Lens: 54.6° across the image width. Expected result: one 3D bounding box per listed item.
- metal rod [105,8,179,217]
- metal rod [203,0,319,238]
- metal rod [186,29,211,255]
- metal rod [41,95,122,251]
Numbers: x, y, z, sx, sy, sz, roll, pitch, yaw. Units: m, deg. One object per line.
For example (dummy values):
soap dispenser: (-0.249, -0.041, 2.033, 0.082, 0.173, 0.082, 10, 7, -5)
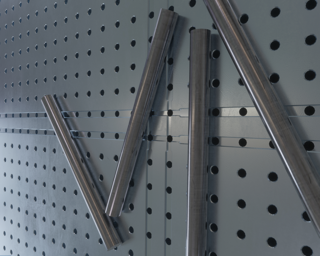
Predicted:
metal rod: (-0.029, -0.011, 0.434, 0.025, 0.025, 0.298, 27, 107, 37)
metal rod: (0.105, -0.038, 0.322, 0.025, 0.025, 0.299, -33, 70, 35)
metal rod: (0.046, 0.034, 0.372, 0.025, 0.025, 0.298, 2, 91, 40)
metal rod: (-0.140, 0.062, 0.526, 0.025, 0.025, 0.299, -46, 62, 30)
